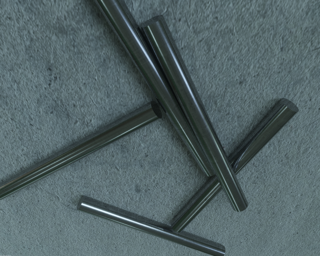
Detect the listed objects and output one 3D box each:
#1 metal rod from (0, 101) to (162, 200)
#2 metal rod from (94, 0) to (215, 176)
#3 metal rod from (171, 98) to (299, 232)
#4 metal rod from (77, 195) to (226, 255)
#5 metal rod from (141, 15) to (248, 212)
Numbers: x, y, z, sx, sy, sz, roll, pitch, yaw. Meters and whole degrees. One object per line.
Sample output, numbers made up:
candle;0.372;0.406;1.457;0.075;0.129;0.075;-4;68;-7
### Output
metal rod;-0.130;0.040;0.439;0.300;0.025;0.025;-27;125;20
metal rod;0.007;-0.040;0.373;0.025;0.025;0.299;-21;127;17
metal rod;0.096;0.074;0.470;0.025;0.025;0.298;20;127;-17
metal rod;-0.005;0.185;0.563;0.302;0.025;0.025;26;125;-21
metal rod;0.056;0.003;0.390;0.025;0.025;0.299;-20;122;16
